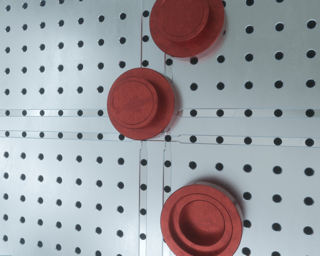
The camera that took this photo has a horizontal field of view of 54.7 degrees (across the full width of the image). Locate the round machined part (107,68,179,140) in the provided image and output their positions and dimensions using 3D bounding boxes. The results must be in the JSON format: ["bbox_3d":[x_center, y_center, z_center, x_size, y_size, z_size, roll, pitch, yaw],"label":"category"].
[{"bbox_3d":[-0.028,-0.032,0.412,0.098,0.042,0.097,0,90,19],"label":"round machined part"}]

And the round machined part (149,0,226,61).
[{"bbox_3d":[0.032,-0.138,0.392,0.098,0.042,0.097,0,90,19],"label":"round machined part"}]

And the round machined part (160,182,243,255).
[{"bbox_3d":[0.053,0.115,0.384,0.098,0.042,0.097,0,90,19],"label":"round machined part"}]
